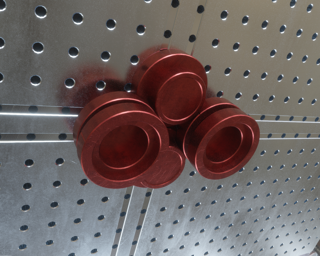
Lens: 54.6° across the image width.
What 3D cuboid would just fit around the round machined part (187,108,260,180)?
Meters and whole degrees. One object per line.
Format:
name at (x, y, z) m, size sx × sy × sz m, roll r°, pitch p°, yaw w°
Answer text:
round machined part at (0.079, 0.017, 0.411) m, size 0.099 × 0.042 × 0.097 m, roll -14°, pitch 124°, yaw -21°

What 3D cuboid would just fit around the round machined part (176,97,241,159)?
round machined part at (0.066, 0.001, 0.435) m, size 0.099 × 0.042 × 0.097 m, roll -14°, pitch 124°, yaw -21°

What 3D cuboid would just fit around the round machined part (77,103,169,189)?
round machined part at (-0.043, 0.016, 0.344) m, size 0.099 × 0.042 × 0.097 m, roll -14°, pitch 124°, yaw -21°

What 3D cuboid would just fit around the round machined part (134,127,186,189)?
round machined part at (-0.005, 0.043, 0.423) m, size 0.099 × 0.042 × 0.097 m, roll -14°, pitch 124°, yaw -21°

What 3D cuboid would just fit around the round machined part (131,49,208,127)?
round machined part at (0.017, -0.043, 0.382) m, size 0.099 × 0.042 × 0.097 m, roll -14°, pitch 124°, yaw -21°

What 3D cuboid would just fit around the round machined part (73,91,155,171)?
round machined part at (-0.054, 0.001, 0.370) m, size 0.099 × 0.042 × 0.097 m, roll -14°, pitch 124°, yaw -21°
